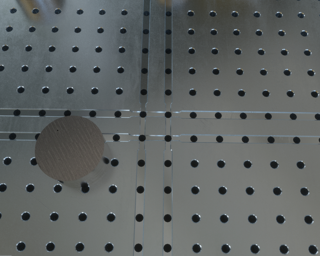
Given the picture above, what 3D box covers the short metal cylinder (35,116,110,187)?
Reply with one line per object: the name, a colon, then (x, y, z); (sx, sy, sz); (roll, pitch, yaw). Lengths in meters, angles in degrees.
short metal cylinder: (-0.106, 0.031, 0.386); (0.081, 0.050, 0.080); (0, 70, 0)
